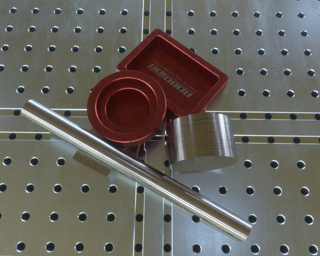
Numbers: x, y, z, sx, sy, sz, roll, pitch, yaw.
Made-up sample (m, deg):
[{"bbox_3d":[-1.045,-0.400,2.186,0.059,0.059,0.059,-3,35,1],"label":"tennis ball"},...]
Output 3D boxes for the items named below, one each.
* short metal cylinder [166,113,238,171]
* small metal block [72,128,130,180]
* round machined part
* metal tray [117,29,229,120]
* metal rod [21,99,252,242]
[{"bbox_3d":[0.049,0.020,0.374,0.081,0.080,0.050,-4,70,-2],"label":"short metal cylinder"},{"bbox_3d":[-0.075,0.032,0.399,0.050,0.025,0.050,27,72,9],"label":"small metal block"},{"bbox_3d":[-0.041,-0.022,0.402,0.099,0.042,0.098,0,70,1],"label":"round machined part"},{"bbox_3d":[0.017,-0.070,0.434,0.130,0.030,0.090,38,74,12],"label":"metal tray"},{"bbox_3d":[-0.029,0.050,0.371,0.301,0.025,0.025,30,72,1],"label":"metal rod"}]
